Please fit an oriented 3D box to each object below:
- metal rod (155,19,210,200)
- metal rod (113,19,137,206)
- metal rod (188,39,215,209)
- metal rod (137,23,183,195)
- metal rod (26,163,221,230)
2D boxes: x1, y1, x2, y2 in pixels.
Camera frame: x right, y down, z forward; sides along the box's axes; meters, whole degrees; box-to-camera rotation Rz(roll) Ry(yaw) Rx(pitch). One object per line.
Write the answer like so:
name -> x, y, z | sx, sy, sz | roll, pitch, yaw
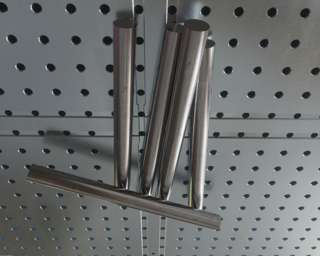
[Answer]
metal rod -> 0.020, 0.006, 0.401 | 0.025, 0.025, 0.298 | 4, 135, -4
metal rod -> -0.049, 0.005, 0.415 | 0.025, 0.025, 0.298 | 4, 130, -4
metal rod -> 0.054, 0.022, 0.431 | 0.025, 0.025, 0.298 | -2, 130, 1
metal rod -> -0.006, 0.008, 0.418 | 0.025, 0.025, 0.298 | 6, 130, -6
metal rod -> -0.043, 0.108, 0.468 | 0.302, 0.025, 0.025 | 19, 127, -16
